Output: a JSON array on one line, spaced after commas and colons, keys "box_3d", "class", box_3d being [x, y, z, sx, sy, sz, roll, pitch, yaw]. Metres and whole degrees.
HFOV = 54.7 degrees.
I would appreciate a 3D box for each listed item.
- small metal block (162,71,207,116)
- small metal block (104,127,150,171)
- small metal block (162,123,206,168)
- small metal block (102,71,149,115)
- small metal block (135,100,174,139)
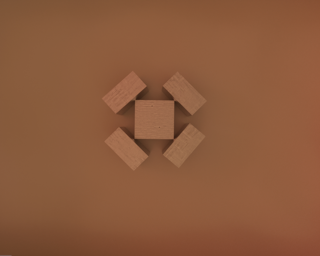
[{"box_3d": [0.029, -0.042, 0.397, 0.025, 0.050, 0.050, -45, 91, -1], "class": "small metal block"}, {"box_3d": [-0.040, 0.025, 0.397, 0.025, 0.050, 0.050, -45, 90, 1], "class": "small metal block"}, {"box_3d": [0.029, 0.021, 0.397, 0.025, 0.050, 0.050, 40, 89, -1], "class": "small metal block"}, {"box_3d": [-0.042, -0.043, 0.396, 0.050, 0.050, 0.025, -42, 90, 1], "class": "small metal block"}, {"box_3d": [-0.007, -0.011, 0.409, 0.050, 0.025, 0.050, 1, 90, 0], "class": "small metal block"}]
